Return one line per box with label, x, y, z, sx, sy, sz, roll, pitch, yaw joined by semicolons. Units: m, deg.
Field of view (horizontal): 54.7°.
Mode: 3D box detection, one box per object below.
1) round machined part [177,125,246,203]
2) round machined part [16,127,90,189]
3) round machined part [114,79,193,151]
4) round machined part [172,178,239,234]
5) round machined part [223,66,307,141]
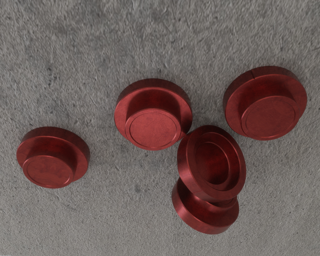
round machined part;0.062;0.048;0.406;0.098;0.098;0.042;27;147;-21
round machined part;-0.151;0.048;0.436;0.099;0.042;0.097;0;130;0
round machined part;-0.008;-0.009;0.388;0.099;0.042;0.097;0;130;0
round machined part;0.070;0.097;0.442;0.099;0.098;0.042;16;129;-13
round machined part;0.129;-0.023;0.378;0.099;0.042;0.097;0;130;0
